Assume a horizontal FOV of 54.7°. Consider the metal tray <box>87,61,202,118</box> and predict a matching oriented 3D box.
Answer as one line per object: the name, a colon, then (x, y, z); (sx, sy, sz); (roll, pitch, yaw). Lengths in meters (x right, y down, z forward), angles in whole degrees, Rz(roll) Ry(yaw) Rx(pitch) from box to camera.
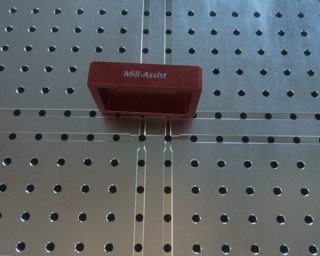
metal tray: (-0.017, -0.046, 0.393); (0.131, 0.090, 0.030); (3, 70, 0)
